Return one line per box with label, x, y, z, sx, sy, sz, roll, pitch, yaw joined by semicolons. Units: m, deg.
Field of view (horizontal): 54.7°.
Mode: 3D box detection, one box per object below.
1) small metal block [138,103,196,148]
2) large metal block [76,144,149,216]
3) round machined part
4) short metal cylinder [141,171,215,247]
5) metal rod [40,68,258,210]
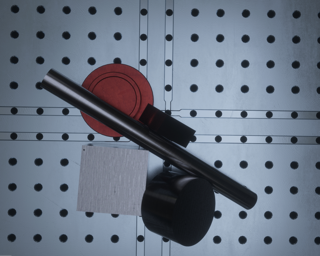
small metal block;0.009;-0.003;0.391;0.050;0.050;0.025;28;94;-35
large metal block;-0.057;0.063;0.398;0.081;0.050;0.079;5;90;-1
round machined part;-0.057;-0.036;0.404;0.099;0.042;0.097;0;90;-1
short metal cylinder;0.024;0.097;0.380;0.081;0.050;0.079;-5;97;-45
metal rod;-0.003;0.021;0.381;0.301;0.025;0.025;32;90;-13
